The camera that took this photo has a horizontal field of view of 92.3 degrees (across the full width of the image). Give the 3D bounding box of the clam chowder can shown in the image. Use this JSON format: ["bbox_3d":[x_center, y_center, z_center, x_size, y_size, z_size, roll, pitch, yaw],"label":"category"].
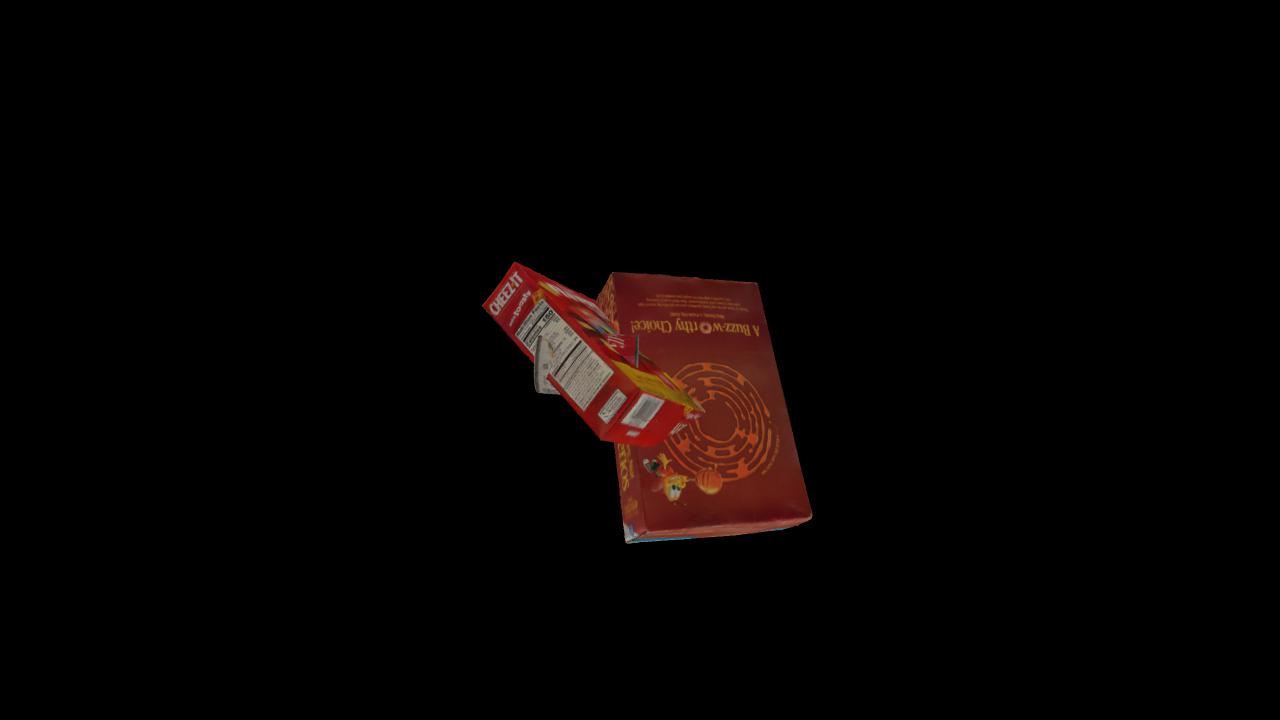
[{"bbox_3d":[-0.053,0.005,0.631,0.102,0.068,0.068,3,0,-1],"label":"clam chowder can"}]

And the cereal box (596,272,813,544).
[{"bbox_3d":[0.067,0.050,0.722,0.203,0.306,0.081,0,-23,-21],"label":"cereal box"}]

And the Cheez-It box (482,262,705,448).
[{"bbox_3d":[-0.046,-0.001,0.672,0.223,0.071,0.166,45,11,29],"label":"Cheez-It box"}]
